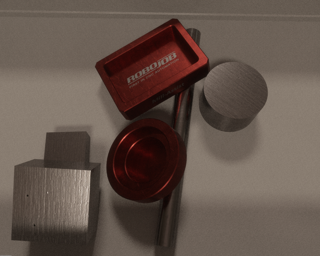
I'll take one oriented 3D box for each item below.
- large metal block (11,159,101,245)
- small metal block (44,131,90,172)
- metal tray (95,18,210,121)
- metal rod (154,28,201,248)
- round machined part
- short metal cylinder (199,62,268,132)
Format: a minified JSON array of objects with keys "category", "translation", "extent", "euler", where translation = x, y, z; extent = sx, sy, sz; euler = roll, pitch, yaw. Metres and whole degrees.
[{"category":"large metal block","translation":[-0.115,0.081,0.351],"extent":[0.081,0.050,0.079],"euler":[4,92,1]},{"category":"small metal block","translation":[-0.118,0.032,0.396],"extent":[0.050,0.025,0.050],"euler":[-2,70,-1]},{"category":"metal tray","translation":[-0.011,-0.080,0.418],"extent":[0.130,0.030,0.090],"euler":[-30,66,-1]},{"category":"metal rod","translation":[0.027,-0.002,0.410],"extent":[0.025,0.025,0.299],"euler":[8,70,2]},{"category":"round machined part","translation":[-0.012,0.041,0.371],"extent":[0.098,0.042,0.098],"euler":[-13,62,26]},{"category":"short metal cylinder","translation":[0.095,-0.040,0.412],"extent":[0.081,0.050,0.080],"euler":[0,70,-1]}]
